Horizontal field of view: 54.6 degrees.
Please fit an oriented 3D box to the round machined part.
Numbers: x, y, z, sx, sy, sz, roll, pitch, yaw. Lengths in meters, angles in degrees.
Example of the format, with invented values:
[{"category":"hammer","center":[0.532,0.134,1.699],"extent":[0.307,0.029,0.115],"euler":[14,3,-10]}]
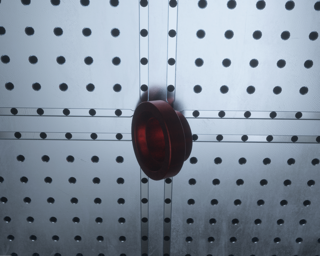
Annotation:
[{"category":"round machined part","center":[0.004,0.014,0.390],"extent":[0.042,0.098,0.097],"euler":[-9,114,-30]}]
